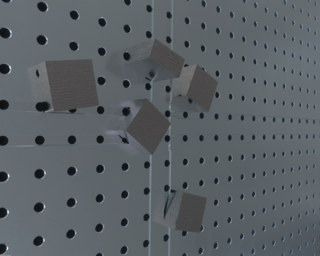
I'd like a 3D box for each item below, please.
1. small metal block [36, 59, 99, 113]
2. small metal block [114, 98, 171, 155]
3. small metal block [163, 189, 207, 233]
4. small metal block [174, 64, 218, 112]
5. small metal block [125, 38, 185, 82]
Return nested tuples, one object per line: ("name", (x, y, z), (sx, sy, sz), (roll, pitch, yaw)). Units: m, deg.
("small metal block", (-0.097, -0.045, 0.327), (0.050, 0.025, 0.050), (-13, 99, -39))
("small metal block", (-0.021, -0.001, 0.391), (0.050, 0.025, 0.050), (45, 63, -31))
("small metal block", (0.036, 0.118, 0.438), (0.050, 0.025, 0.050), (22, 76, -38))
("small metal block", (0.054, -0.056, 0.453), (0.050, 0.025, 0.050), (31, 71, -36))
("small metal block", (-0.007, -0.082, 0.386), (0.050, 0.050, 0.025), (26, 74, -37))
